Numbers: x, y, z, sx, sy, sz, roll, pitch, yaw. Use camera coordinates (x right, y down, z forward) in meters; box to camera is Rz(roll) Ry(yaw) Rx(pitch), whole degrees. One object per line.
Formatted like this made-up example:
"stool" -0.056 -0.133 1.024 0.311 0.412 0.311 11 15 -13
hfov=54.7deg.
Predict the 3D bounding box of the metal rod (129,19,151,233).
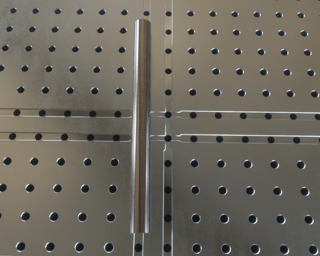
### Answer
"metal rod" -0.025 -0.016 0.417 0.025 0.025 0.299 0 70 -1
